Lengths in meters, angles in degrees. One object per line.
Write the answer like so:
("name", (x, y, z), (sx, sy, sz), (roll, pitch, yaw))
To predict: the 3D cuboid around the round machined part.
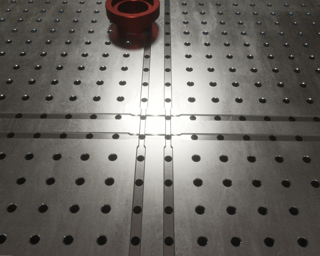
("round machined part", (-0.050, -0.213, 0.575), (0.099, 0.042, 0.098), (0, 50, 0))
